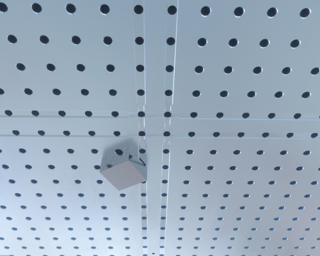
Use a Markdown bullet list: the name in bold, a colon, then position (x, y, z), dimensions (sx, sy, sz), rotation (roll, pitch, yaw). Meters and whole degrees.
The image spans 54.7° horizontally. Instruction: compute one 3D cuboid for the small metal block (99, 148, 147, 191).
- **small metal block**: position (-0.054, 0.063, 0.465), dimensions (0.050, 0.025, 0.050), rotation (-23, 127, 18)
